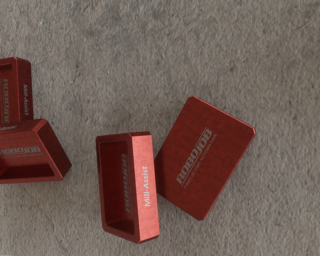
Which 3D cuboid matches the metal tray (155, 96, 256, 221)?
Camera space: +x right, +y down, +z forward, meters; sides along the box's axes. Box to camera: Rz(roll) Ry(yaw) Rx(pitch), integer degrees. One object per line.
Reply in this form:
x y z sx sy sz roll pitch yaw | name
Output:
0.049 0.037 0.389 0.090 0.030 0.129 31 100 17 | metal tray

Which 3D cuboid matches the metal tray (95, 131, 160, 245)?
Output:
-0.044 0.072 0.398 0.090 0.030 0.129 -7 87 51 | metal tray

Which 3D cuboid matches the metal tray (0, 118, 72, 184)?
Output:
-0.207 0.037 0.453 0.130 0.030 0.090 -6 122 19 | metal tray

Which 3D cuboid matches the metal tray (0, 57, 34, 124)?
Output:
-0.249 -0.041 0.491 0.090 0.030 0.129 -4 89 19 | metal tray
